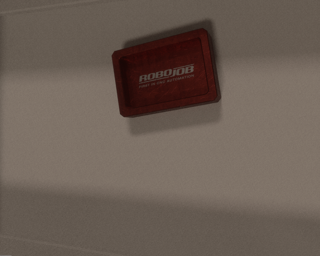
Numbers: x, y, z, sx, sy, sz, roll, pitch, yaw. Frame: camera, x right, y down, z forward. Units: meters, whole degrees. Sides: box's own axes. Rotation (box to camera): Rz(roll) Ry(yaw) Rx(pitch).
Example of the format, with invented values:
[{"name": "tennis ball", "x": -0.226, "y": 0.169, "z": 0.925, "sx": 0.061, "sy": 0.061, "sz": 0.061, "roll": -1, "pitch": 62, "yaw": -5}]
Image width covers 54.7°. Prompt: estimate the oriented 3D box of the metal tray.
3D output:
[{"name": "metal tray", "x": 0.007, "y": -0.068, "z": 0.404, "sx": 0.130, "sy": 0.030, "sz": 0.089, "roll": -9, "pitch": 87, "yaw": 19}]
